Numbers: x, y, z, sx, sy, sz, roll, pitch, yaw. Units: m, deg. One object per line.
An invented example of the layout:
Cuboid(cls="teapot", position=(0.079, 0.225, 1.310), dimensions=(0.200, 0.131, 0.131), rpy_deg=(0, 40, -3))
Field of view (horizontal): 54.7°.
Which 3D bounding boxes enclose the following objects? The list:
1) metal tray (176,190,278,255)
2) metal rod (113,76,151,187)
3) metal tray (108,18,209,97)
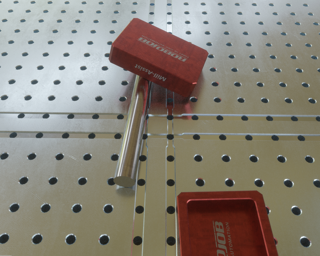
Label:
Cuboid(cls="metal tray", position=(0.064, 0.126, 0.298), dimensions=(0.091, 0.030, 0.130), rpy_deg=(-1, 50, -1))
Cuboid(cls="metal rod", position=(-0.027, -0.053, 0.451), dimensions=(0.025, 0.025, 0.300), rpy_deg=(4, 50, 3))
Cuboid(cls="metal tray", position=(0.001, -0.109, 0.469), dimensions=(0.131, 0.030, 0.090), rpy_deg=(25, 49, -1))
